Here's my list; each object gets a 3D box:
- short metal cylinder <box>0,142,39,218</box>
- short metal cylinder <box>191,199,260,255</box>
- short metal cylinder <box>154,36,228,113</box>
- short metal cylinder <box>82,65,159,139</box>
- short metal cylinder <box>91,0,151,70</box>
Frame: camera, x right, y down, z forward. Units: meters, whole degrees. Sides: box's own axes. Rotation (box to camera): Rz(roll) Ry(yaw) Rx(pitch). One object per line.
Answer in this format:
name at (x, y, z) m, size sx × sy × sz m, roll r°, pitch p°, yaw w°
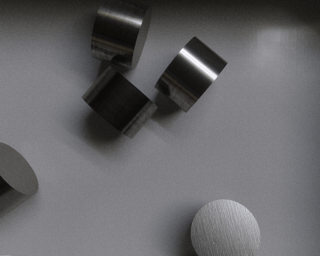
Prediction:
short metal cylinder at (-0.199, 0.064, 0.382) m, size 0.050 × 0.080 × 0.080 m, roll -36°, pitch 90°, yaw 0°
short metal cylinder at (0.079, 0.133, 0.386) m, size 0.080 × 0.050 × 0.080 m, roll -2°, pitch 69°, yaw 4°
short metal cylinder at (0.038, -0.065, 0.384) m, size 0.050 × 0.080 × 0.080 m, roll 39°, pitch 90°, yaw 0°
short metal cylinder at (-0.048, -0.032, 0.383) m, size 0.080 × 0.080 × 0.050 m, roll 41°, pitch 90°, yaw 0°
short metal cylinder at (-0.046, -0.117, 0.383) m, size 0.050 × 0.080 × 0.080 m, roll 18°, pitch 90°, yaw 0°
